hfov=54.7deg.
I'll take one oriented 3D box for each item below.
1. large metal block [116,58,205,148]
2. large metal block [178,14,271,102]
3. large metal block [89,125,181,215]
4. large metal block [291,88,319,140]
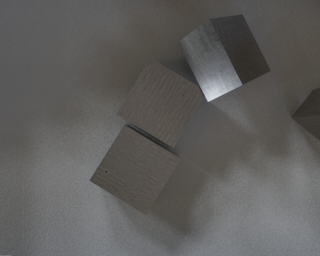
[{"bbox_3d":[0.002,-0.031,0.399,0.080,0.050,0.080,31,90,-1],"label":"large metal block"},{"bbox_3d":[0.081,-0.087,0.379,0.081,0.050,0.080,-27,91,-45],"label":"large metal block"},{"bbox_3d":[-0.030,0.050,0.399,0.080,0.050,0.080,32,90,-1],"label":"large metal block"},{"bbox_3d":[0.228,-0.009,0.387,0.080,0.080,0.050,39,90,-1],"label":"large metal block"}]
